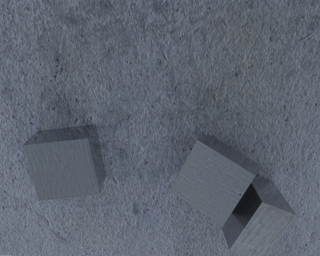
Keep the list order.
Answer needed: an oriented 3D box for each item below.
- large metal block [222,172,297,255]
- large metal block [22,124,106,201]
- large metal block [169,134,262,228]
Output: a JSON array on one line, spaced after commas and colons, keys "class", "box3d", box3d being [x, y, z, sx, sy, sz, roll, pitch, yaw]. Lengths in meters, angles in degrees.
[{"class": "large metal block", "box3d": [0.126, 0.117, 0.423, 0.050, 0.080, 0.080, 23, 109, -11]}, {"class": "large metal block", "box3d": [-0.122, 0.045, 0.412, 0.080, 0.050, 0.079, -6, 110, 2]}, {"class": "large metal block", "box3d": [0.072, 0.066, 0.404, 0.080, 0.050, 0.080, 32, 109, 18]}]
